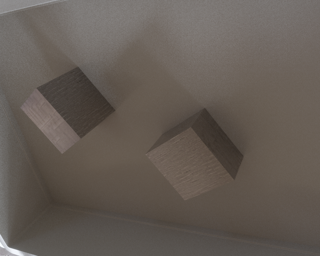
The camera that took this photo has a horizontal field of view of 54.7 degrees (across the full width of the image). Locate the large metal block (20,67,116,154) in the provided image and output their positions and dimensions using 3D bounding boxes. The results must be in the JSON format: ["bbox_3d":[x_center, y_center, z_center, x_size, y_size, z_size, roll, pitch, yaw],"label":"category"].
[{"bbox_3d":[-0.122,-0.026,0.422,0.050,0.080,0.080,-33,100,38],"label":"large metal block"}]

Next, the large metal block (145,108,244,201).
[{"bbox_3d":[0.044,0.035,0.391,0.080,0.050,0.080,-33,100,38],"label":"large metal block"}]
